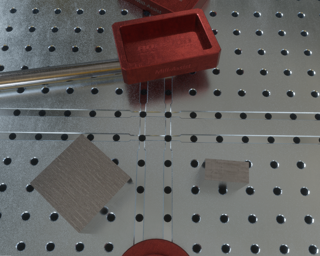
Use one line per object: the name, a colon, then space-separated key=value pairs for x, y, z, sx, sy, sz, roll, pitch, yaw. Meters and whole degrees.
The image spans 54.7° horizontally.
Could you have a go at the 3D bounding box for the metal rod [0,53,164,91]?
metal rod: x=-0.128 y=-0.078 z=0.438 sx=0.302 sy=0.025 sz=0.025 roll=-8 pitch=70 yaw=-4

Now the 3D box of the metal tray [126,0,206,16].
metal tray: x=0.006 y=-0.224 z=0.490 sx=0.130 sy=0.030 sz=0.090 roll=31 pitch=73 yaw=10

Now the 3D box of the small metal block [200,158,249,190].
small metal block: x=0.077 y=0.057 z=0.378 sx=0.050 sy=0.050 sz=0.025 roll=5 pitch=70 yaw=1

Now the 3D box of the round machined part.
round machined part: x=-0.005 y=0.173 z=0.339 sx=0.099 sy=0.042 sz=0.098 roll=0 pitch=70 yaw=-1

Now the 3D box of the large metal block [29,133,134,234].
large metal block: x=-0.090 y=0.068 z=0.373 sx=0.080 sy=0.050 sz=0.080 roll=40 pitch=74 yaw=13

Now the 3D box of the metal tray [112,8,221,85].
metal tray: x=0.007 y=-0.114 z=0.424 sx=0.131 sy=0.030 sz=0.090 roll=-12 pitch=59 yaw=-6
